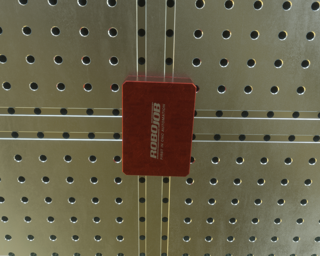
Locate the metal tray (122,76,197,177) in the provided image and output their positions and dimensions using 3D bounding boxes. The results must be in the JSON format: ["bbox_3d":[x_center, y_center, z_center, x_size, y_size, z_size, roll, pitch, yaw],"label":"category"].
[{"bbox_3d":[-0.003,0.000,0.410,0.091,0.030,0.129,2,110,-1],"label":"metal tray"}]
